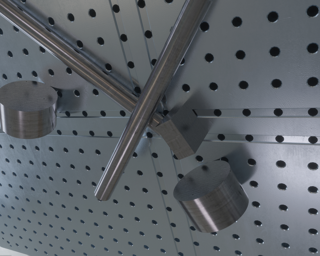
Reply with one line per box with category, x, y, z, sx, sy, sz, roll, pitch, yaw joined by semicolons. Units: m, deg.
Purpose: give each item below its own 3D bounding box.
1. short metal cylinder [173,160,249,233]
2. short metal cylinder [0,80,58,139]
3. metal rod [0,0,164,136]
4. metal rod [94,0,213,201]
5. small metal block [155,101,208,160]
short metal cylinder;0.064;0.085;0.395;0.080;0.080;0.050;-22;107;36
short metal cylinder;-0.196;-0.028;0.461;0.080;0.080;0.050;26;127;12
metal rod;-0.113;-0.090;0.414;0.300;0.025;0.025;37;129;2
metal rod;-0.021;-0.018;0.380;0.025;0.025;0.298;32;119;7
small metal block;0.028;0.003;0.382;0.025;0.050;0.050;-27;104;37
